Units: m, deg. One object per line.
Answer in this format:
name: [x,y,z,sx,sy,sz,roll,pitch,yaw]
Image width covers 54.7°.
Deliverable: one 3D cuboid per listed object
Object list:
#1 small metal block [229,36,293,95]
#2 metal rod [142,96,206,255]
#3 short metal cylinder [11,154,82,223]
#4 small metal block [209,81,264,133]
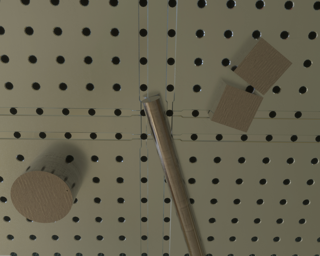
small metal block: [0.124,-0.077,0.386,0.050,0.025,0.050,35,106,-12]
metal rod: [0.028,0.098,0.449,0.025,0.025,0.298,-15,110,5]
short metal cylinder: [-0.155,0.083,0.429,0.081,0.050,0.079,0,110,0]
small metal block: [0.097,-0.028,0.404,0.050,0.025,0.050,18,109,-7]
